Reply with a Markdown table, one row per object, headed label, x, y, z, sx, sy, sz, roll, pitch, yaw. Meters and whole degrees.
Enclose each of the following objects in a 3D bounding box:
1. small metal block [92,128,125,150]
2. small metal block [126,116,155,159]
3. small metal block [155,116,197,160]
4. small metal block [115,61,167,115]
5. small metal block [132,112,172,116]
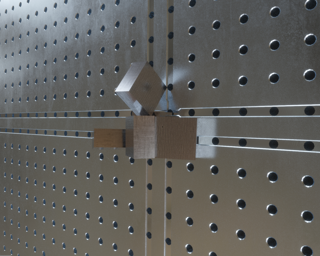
| label | x | y | z | sx | sy | sz | roll | pitch | yaw |
| --- | --- | --- | --- | --- | --- | --- | --- | --- | --- |
| small metal block | -0.069 | 0.017 | 0.438 | 0.050 | 0.050 | 0.025 | 154 | 116 | -73 |
| small metal block | -0.026 | 0.011 | 0.384 | 0.050 | 0.025 | 0.050 | 179 | 91 | -73 |
| small metal block | 0.020 | 0.012 | 0.380 | 0.050 | 0.025 | 0.050 | 2 | 92 | 9 |
| small metal block | -0.023 | -0.050 | 0.400 | 0.025 | 0.050 | 0.050 | 4 | 57 | 41 |
| small metal block | -0.012 | 0.003 | 0.421 | 0.050 | 0.025 | 0.050 | 3 | 92 | 40 |
